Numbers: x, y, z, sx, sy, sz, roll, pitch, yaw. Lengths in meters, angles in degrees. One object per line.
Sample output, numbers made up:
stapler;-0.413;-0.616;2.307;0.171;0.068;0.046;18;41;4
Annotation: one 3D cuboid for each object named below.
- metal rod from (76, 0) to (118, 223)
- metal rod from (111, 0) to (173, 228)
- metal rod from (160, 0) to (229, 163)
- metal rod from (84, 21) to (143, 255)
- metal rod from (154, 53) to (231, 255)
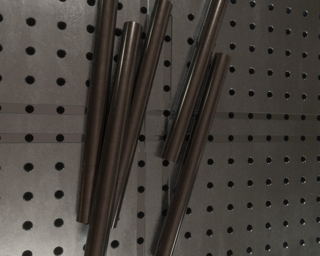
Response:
metal rod;-0.076;-0.035;0.384;0.025;0.025;0.298;6;88;-20
metal rod;-0.031;-0.022;0.401;0.025;0.025;0.299;16;85;-20
metal rod;0.058;-0.097;0.435;0.025;0.025;0.299;20;83;-19
metal rod;-0.055;0.014;0.376;0.025;0.025;0.299;12;80;-20
metal rod;0.046;0.038;0.431;0.025;0.025;0.299;20;83;-19
